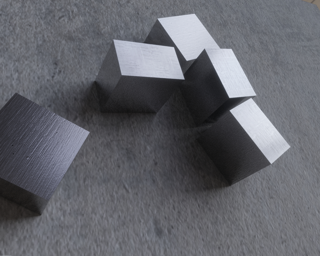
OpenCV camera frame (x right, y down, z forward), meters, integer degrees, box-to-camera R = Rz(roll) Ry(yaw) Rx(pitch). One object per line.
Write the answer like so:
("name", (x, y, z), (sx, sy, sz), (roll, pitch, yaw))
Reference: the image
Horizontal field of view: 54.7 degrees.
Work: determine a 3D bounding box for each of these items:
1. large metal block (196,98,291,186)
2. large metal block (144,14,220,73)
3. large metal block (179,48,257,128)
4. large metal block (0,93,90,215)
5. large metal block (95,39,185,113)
("large metal block", (0.109, 0.020, 0.417), (0.050, 0.080, 0.080), (-28, 77, -37))
("large metal block", (0.036, -0.128, 0.487), (0.081, 0.050, 0.080), (-23, 74, -36))
("large metal block", (0.078, -0.057, 0.447), (0.050, 0.080, 0.080), (-8, 66, -32))
("large metal block", (-0.129, 0.026, 0.303), (0.080, 0.050, 0.080), (30, 52, -10))
("large metal block", (-0.029, -0.061, 0.391), (0.081, 0.080, 0.050), (-1, 63, -29))
